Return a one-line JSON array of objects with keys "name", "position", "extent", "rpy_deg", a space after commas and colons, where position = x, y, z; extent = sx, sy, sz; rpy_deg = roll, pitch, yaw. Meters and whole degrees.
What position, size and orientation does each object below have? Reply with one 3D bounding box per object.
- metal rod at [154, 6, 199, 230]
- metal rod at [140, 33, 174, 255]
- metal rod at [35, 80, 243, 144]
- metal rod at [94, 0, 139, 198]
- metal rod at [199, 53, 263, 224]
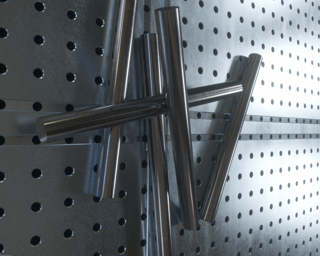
[{"name": "metal rod", "position": [0.026, 0.010, 0.380], "extent": [0.025, 0.025, 0.298], "rpy_deg": [-32, 126, -36]}, {"name": "metal rod", "position": [-0.003, 0.029, 0.408], "extent": [0.025, 0.025, 0.298], "rpy_deg": [-7, 95, -40]}, {"name": "metal rod", "position": [0.004, -0.029, 0.379], "extent": [0.302, 0.025, 0.025], "rpy_deg": [-16, 100, -39]}, {"name": "metal rod", "position": [-0.048, -0.069, 0.370], "extent": [0.025, 0.025, 0.298], "rpy_deg": [10, 84, -40]}, {"name": "metal rod", "position": [0.120, 0.007, 0.512], "extent": [0.025, 0.025, 0.299], "rpy_deg": [33, 69, -35]}]
